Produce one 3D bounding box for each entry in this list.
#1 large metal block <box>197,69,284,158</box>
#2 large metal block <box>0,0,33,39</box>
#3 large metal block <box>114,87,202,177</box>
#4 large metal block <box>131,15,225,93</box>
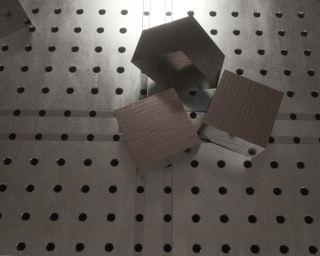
[{"bbox_3d":[0.103,-0.017,0.404,0.080,0.050,0.080,23,71,5],"label":"large metal block"},{"bbox_3d":[-0.254,-0.182,0.462,0.080,0.050,0.080,-31,73,-11],"label":"large metal block"},{"bbox_3d":[-0.004,0.006,0.396,0.080,0.050,0.080,-22,72,-8],"label":"large metal block"},{"bbox_3d":[0.024,-0.089,0.398,0.080,0.080,0.050,-1,64,42],"label":"large metal block"}]
